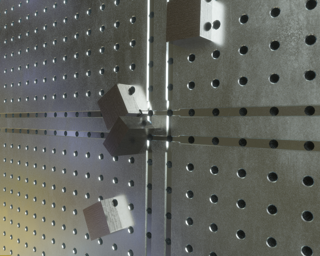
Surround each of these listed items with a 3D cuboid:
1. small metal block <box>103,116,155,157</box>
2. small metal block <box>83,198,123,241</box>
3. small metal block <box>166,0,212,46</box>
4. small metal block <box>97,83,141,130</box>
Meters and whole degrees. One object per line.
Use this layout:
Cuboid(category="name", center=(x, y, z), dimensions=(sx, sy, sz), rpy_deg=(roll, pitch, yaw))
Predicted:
Cuboid(category="small metal block", center=(-0.043, 0.011, 0.430), dimensions=(0.025, 0.050, 0.050), rpy_deg=(49, 119, 29))
Cuboid(category="small metal block", center=(-0.090, 0.143, 0.486), dimensions=(0.050, 0.025, 0.050), rpy_deg=(-32, 70, 35))
Cuboid(category="small metal block", center=(0.035, -0.132, 0.381), dimensions=(0.050, 0.025, 0.050), rpy_deg=(3, 92, 40))
Cuboid(category="small metal block", center=(-0.062, -0.031, 0.462), dimensions=(0.050, 0.025, 0.050), rpy_deg=(-36, 68, 34))
